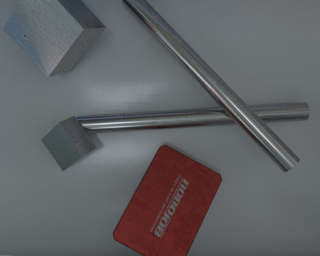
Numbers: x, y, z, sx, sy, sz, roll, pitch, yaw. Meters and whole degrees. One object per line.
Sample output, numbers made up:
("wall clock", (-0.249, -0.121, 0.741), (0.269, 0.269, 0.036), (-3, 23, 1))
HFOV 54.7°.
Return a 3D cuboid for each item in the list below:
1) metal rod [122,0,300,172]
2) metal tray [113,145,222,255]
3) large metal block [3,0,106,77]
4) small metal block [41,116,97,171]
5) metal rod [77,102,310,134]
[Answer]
("metal rod", (0.059, -0.064, 0.393), (0.025, 0.025, 0.300), (-42, 83, 0))
("metal tray", (0.010, 0.099, 0.394), (0.090, 0.030, 0.130), (29, 76, 0))
("large metal block", (-0.129, -0.123, 0.381), (0.080, 0.050, 0.080), (47, 117, -1))
("small metal block", (-0.117, 0.020, 0.398), (0.050, 0.025, 0.050), (-34, 91, 36))
("metal rod", (0.043, -0.013, 0.411), (0.302, 0.025, 0.025), (-4, 90, -1))
